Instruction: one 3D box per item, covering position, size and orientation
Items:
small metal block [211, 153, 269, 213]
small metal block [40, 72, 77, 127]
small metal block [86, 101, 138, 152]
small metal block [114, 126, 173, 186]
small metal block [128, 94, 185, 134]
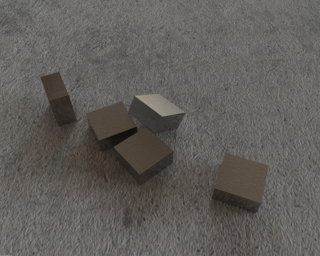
[{"bbox_3d":[0.091,0.062,0.352,0.050,0.025,0.050,16,52,13],"label":"small metal block"},{"bbox_3d":[-0.136,-0.039,0.418,0.025,0.050,0.050,-20,53,-16],"label":"small metal block"},{"bbox_3d":[-0.062,-0.003,0.405,0.050,0.025,0.050,-21,53,-17],"label":"small metal block"},{"bbox_3d":[-0.020,0.033,0.375,0.050,0.025,0.050,-33,58,-25],"label":"small metal block"},{"bbox_3d":[-0.004,-0.020,0.406,0.050,0.025,0.050,38,29,27],"label":"small metal block"}]
